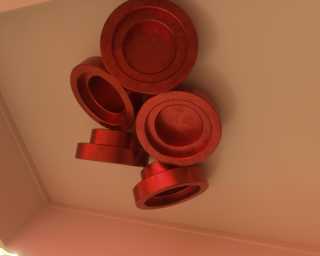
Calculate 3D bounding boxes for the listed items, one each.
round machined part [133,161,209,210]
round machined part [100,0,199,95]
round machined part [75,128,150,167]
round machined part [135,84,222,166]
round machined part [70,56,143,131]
[{"bbox_3d":[0.011,0.071,0.412,0.098,0.099,0.042,-41,55,39],"label":"round machined part"},{"bbox_3d":[-0.011,-0.084,0.330,0.099,0.042,0.097,0,91,-3],"label":"round machined part"},{"bbox_3d":[-0.062,0.027,0.422,0.098,0.098,0.042,4,81,26],"label":"round machined part"},{"bbox_3d":[0.023,-0.007,0.370,0.099,0.042,0.097,4,118,8],"label":"round machined part"},{"bbox_3d":[-0.061,-0.047,0.390,0.098,0.042,0.097,23,140,22],"label":"round machined part"}]
